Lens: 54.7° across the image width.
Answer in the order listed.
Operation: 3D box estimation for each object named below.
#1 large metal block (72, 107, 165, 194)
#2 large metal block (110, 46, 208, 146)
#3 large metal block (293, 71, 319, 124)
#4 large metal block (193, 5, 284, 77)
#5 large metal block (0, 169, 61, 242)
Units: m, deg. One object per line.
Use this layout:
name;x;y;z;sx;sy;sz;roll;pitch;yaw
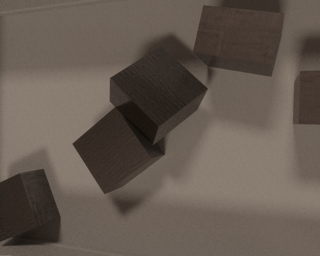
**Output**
large metal block;-0.055;0.029;0.415;0.080;0.050;0.080;-39;78;15
large metal block;-0.004;-0.040;0.377;0.080;0.050;0.080;-38;75;-25
large metal block;0.183;-0.028;0.317;0.080;0.080;0.050;2;91;19
large metal block;0.090;-0.095;0.349;0.080;0.080;0.050;14;95;19
large metal block;-0.211;0.116;0.470;0.080;0.050;0.080;-25;82;18
